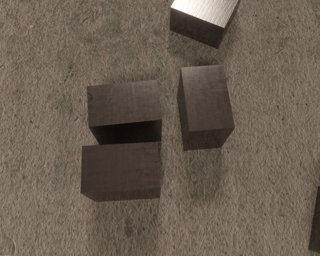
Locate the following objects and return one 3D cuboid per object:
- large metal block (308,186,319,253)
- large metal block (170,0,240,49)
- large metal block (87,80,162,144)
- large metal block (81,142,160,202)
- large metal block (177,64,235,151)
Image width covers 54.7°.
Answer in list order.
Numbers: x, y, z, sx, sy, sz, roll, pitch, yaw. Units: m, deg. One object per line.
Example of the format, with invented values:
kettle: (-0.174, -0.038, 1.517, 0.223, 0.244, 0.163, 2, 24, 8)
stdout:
large metal block: (0.228, 0.114, 0.356, 0.080, 0.050, 0.080, 17, 71, 6)
large metal block: (0.069, -0.177, 0.460, 0.080, 0.050, 0.080, 25, 72, 8)
large metal block: (-0.041, -0.015, 0.384, 0.081, 0.080, 0.050, -6, 70, -3)
large metal block: (-0.041, 0.054, 0.359, 0.081, 0.080, 0.050, -3, 70, -2)
large metal block: (0.053, -0.022, 0.388, 0.050, 0.080, 0.080, -5, 70, -2)
